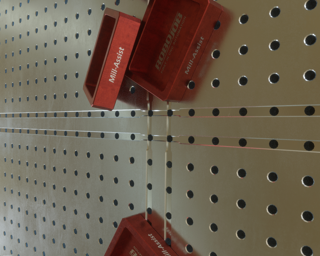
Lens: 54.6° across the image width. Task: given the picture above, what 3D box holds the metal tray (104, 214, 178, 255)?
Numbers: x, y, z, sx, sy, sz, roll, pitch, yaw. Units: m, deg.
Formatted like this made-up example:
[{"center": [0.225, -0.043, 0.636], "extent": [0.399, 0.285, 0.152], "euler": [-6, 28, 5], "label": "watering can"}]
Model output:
[{"center": [-0.017, 0.194, 0.421], "extent": [0.130, 0.030, 0.089], "euler": [39, 114, 33], "label": "metal tray"}]

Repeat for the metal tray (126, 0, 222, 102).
[{"center": [0.011, -0.109, 0.397], "extent": [0.090, 0.030, 0.129], "euler": [37, 113, 34], "label": "metal tray"}]

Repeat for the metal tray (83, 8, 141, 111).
[{"center": [-0.073, -0.100, 0.444], "extent": [0.090, 0.030, 0.129], "euler": [48, 122, 58], "label": "metal tray"}]
